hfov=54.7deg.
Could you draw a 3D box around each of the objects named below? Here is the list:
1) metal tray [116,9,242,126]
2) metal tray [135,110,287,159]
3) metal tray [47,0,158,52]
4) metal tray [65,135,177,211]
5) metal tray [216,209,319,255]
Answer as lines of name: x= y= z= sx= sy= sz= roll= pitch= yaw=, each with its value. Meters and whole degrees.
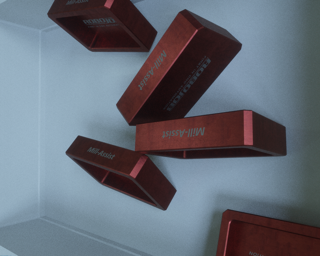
metal tray: x=0.021 y=-0.057 z=0.345 sx=0.129 sy=0.091 sz=0.030 roll=-51 pitch=60 yaw=27
metal tray: x=0.050 y=0.012 z=0.319 sx=0.130 sy=0.091 sz=0.030 roll=-7 pitch=76 yaw=39
metal tray: x=-0.080 y=-0.142 z=0.424 sx=0.130 sy=0.090 sz=0.030 roll=11 pitch=74 yaw=39
metal tray: x=-0.052 y=0.057 z=0.405 sx=0.130 sy=0.090 sz=0.030 roll=11 pitch=59 yaw=39
metal tray: x=0.117 y=0.133 z=0.289 sx=0.130 sy=0.030 sz=0.090 roll=1 pitch=73 yaw=39
